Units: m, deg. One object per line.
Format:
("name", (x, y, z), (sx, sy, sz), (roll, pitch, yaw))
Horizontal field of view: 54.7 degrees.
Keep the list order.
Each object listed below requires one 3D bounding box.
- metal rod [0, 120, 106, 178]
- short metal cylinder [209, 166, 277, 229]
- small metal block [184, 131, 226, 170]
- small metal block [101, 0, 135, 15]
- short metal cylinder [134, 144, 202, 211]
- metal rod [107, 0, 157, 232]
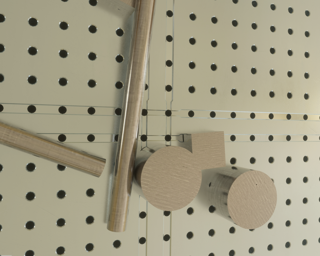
("metal rod", (-0.204, -0.006, 0.337), (0.302, 0.025, 0.025), (23, 82, -19))
("short metal cylinder", (0.117, 0.097, 0.443), (0.081, 0.050, 0.079), (0, 90, -20))
("small metal block", (0.063, 0.031, 0.436), (0.050, 0.025, 0.050), (-4, 92, -20))
("small metal block", (-0.048, -0.181, 0.394), (0.050, 0.025, 0.050), (22, 83, -19))
("short metal cylinder", (0.007, 0.061, 0.402), (0.081, 0.050, 0.079), (0, 90, -20))
("metal rod", (-0.035, -0.020, 0.386), (0.025, 0.025, 0.298), (7, 93, -20))
